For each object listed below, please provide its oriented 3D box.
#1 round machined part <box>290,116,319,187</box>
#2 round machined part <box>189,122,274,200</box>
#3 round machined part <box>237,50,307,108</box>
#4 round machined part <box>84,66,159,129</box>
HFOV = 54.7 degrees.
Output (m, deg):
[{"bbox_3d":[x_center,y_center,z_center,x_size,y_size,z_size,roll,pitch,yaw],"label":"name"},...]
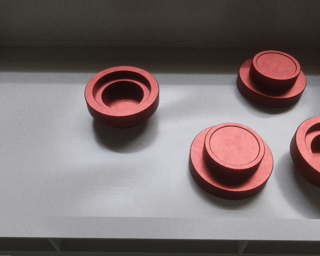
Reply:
[{"bbox_3d":[0.204,0.035,0.366,0.099,0.042,0.098,0,50,0],"label":"round machined part"},{"bbox_3d":[0.085,0.032,0.368,0.099,0.042,0.098,0,50,0],"label":"round machined part"},{"bbox_3d":[0.167,-0.078,0.461,0.099,0.042,0.098,0,50,0],"label":"round machined part"},{"bbox_3d":[-0.050,-0.038,0.425,0.099,0.042,0.098,0,50,0],"label":"round machined part"}]
